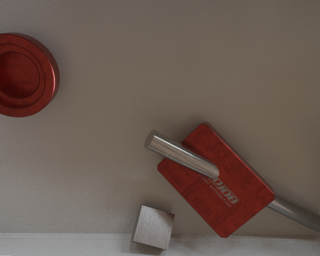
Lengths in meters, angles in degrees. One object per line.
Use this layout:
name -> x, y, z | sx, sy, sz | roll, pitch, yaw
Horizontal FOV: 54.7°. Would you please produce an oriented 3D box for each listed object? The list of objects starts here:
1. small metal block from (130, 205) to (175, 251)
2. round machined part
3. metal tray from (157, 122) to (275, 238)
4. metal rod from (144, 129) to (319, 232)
small metal block -> -0.010, 0.146, 0.450 | 0.050, 0.050, 0.025 | 18, 153, -7
round machined part -> -0.171, -0.066, 0.376 | 0.099, 0.042, 0.097 | 0, 110, -1
metal tray -> 0.072, 0.067, 0.411 | 0.090, 0.030, 0.130 | -45, 84, 14
metal rod -> 0.114, 0.079, 0.422 | 0.301, 0.025, 0.025 | 28, 108, -18
